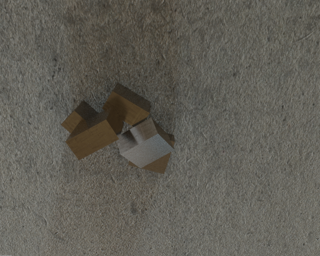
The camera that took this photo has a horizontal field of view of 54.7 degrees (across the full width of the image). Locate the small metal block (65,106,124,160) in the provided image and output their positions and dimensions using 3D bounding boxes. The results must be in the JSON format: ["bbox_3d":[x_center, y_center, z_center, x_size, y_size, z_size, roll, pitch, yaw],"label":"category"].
[{"bbox_3d":[-0.071,0.004,0.345,0.050,0.050,0.025,-28,108,9],"label":"small metal block"}]

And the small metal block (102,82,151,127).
[{"bbox_3d":[-0.040,-0.029,0.387,0.050,0.050,0.025,31,107,-11],"label":"small metal block"}]

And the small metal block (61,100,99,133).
[{"bbox_3d":[-0.092,-0.004,0.395,0.025,0.050,0.050,-43,105,14],"label":"small metal block"}]

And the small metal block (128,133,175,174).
[{"bbox_3d":[-0.012,0.030,0.422,0.050,0.025,0.050,15,109,-6],"label":"small metal block"}]

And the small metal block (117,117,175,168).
[{"bbox_3d":[-0.017,0.019,0.378,0.050,0.025,0.050,-30,145,10],"label":"small metal block"}]
